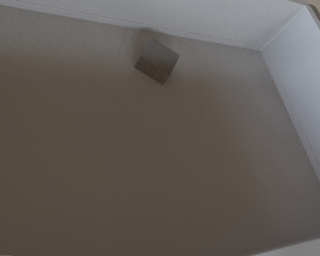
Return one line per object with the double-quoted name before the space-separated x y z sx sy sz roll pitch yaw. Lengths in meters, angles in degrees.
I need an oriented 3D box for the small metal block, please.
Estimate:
"small metal block" -0.004 -0.101 0.467 0.050 0.025 0.050 31 52 -9
